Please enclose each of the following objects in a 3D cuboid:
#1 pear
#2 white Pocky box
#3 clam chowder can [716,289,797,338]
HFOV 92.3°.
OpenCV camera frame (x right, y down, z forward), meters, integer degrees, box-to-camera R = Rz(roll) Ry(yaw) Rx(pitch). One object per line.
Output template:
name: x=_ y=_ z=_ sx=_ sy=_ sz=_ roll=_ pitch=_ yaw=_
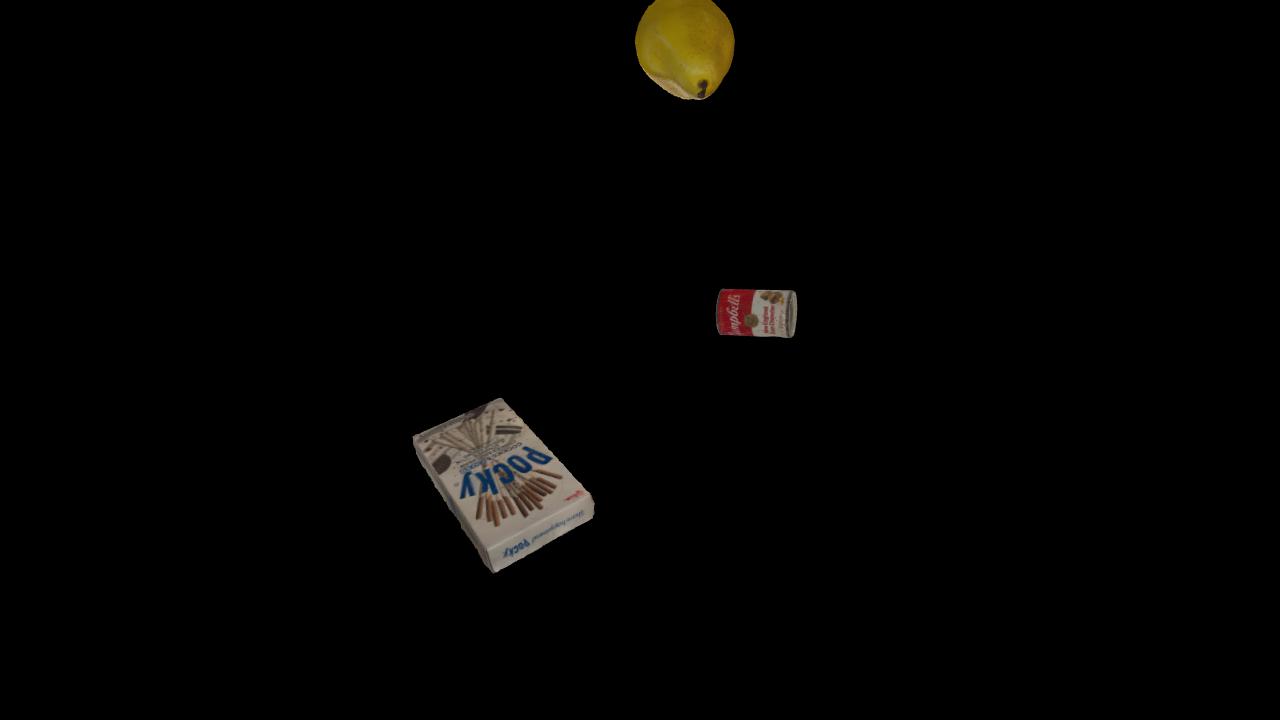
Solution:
pear: x=0.044 y=-0.232 z=0.477 sx=0.080 sy=0.111 sz=0.080 roll=-16 pitch=-32 yaw=-11
white Pocky box: x=-0.111 y=0.089 z=0.477 sx=0.084 sy=0.028 sz=0.154 roll=-24 pitch=38 yaw=-27
clam chowder can: x=0.165 y=-0.066 z=0.866 sx=0.102 sy=0.068 sz=0.068 roll=4 pitch=1 yaw=22
